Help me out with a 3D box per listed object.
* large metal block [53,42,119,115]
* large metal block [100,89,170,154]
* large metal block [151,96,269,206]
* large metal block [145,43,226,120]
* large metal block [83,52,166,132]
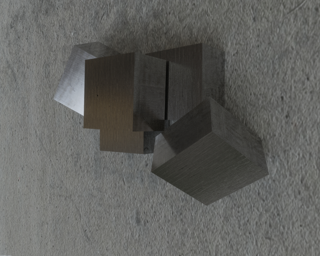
[{"bbox_3d":[-0.095,-0.072,0.438,0.050,0.080,0.080,29,112,1],"label":"large metal block"},{"bbox_3d":[-0.034,-0.009,0.414,0.080,0.050,0.079,0,90,39],"label":"large metal block"},{"bbox_3d":[0.050,0.027,0.320,0.080,0.080,0.050,-38,29,33],"label":"large metal block"},{"bbox_3d":[0.029,-0.049,0.365,0.080,0.050,0.079,0,90,39],"label":"large metal block"},{"bbox_3d":[-0.041,-0.038,0.354,0.080,0.050,0.079,3,92,39],"label":"large metal block"}]
